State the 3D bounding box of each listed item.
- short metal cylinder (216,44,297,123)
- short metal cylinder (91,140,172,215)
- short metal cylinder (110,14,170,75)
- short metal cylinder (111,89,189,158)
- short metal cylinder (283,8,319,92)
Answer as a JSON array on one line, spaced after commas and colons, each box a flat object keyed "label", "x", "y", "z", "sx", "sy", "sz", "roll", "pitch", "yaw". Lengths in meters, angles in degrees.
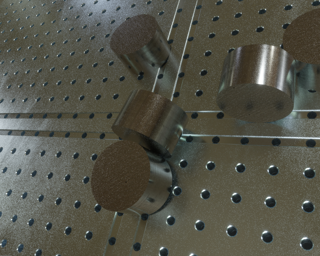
[{"label": "short metal cylinder", "x": 0.107, "y": -0.047, "z": 0.345, "sx": 0.080, "sy": 0.080, "sz": 0.050, "roll": 1, "pitch": 63, "yaw": 28}, {"label": "short metal cylinder", "x": -0.033, "y": 0.060, "z": 0.364, "sx": 0.080, "sy": 0.050, "sz": 0.080, "roll": -12, "pitch": 65, "yaw": 27}, {"label": "short metal cylinder", "x": -0.030, "y": -0.131, "z": 0.487, "sx": 0.080, "sy": 0.050, "sz": 0.080, "roll": -13, "pitch": 56, "yaw": 20}, {"label": "short metal cylinder", "x": -0.012, "y": -0.004, "z": 0.380, "sx": 0.080, "sy": 0.080, "sz": 0.050, "roll": 15, "pitch": 69, "yaw": 33}, {"label": "short metal cylinder", "x": 0.184, "y": -0.088, "z": 0.350, "sx": 0.080, "sy": 0.050, "sz": 0.080, "roll": -13, "pitch": 56, "yaw": 20}]
